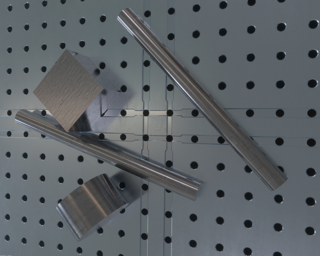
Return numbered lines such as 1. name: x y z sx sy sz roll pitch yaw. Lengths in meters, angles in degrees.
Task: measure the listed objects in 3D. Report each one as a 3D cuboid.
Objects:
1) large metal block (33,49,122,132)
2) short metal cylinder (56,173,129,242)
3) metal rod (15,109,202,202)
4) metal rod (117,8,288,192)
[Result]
1. large metal block: -0.117 -0.051 0.441 0.080 0.050 0.080 46 104 14
2. short metal cylinder: -0.089 0.106 0.415 0.080 0.080 0.050 -42 77 15
3. metal rod: -0.085 0.032 0.442 0.301 0.025 0.025 21 97 18
4. metal rod: 0.045 -0.045 0.396 0.025 0.025 0.300 -44 77 15
